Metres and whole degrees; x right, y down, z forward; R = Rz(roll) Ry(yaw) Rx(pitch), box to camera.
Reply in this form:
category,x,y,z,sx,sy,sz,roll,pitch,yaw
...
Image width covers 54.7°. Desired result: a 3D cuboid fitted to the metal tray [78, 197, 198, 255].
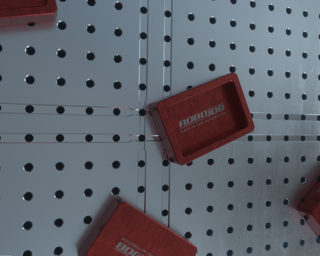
category,x,y,z,sx,sy,sz,roll,pitch,yaw
metal tray,-0.026,0.161,0.402,0.130,0.030,0.090,37,78,-17

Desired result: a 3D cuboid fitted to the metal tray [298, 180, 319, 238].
category,x,y,z,sx,sy,sz,roll,pitch,yaw
metal tray,0.304,0.123,0.525,0.130,0.030,0.090,-44,104,-15

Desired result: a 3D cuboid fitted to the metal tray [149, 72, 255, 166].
category,x,y,z,sx,sy,sz,roll,pitch,yaw
metal tray,0.061,-0.014,0.433,0.131,0.030,0.090,-23,98,-19

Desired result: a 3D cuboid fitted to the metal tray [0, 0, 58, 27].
category,x,y,z,sx,sy,sz,roll,pitch,yaw
metal tray,-0.175,-0.184,0.345,0.091,0.030,0.129,-13,95,-20
